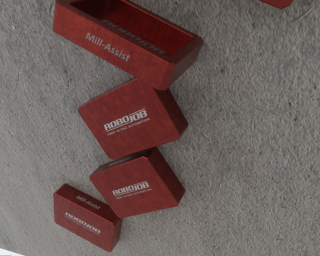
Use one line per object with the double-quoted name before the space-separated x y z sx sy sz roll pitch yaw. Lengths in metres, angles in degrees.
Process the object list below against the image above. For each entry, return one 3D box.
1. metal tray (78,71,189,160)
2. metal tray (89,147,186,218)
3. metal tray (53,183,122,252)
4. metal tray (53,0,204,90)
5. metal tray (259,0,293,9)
"metal tray" -0.039 -0.014 0.416 0.130 0.030 0.090 -20 108 35
"metal tray" -0.038 0.087 0.478 0.130 0.030 0.090 -23 106 36
"metal tray" -0.136 0.168 0.580 0.130 0.030 0.089 23 127 14
"metal tray" -0.030 -0.096 0.320 0.130 0.090 0.030 30 128 9
"metal tray" 0.093 -0.176 0.246 0.090 0.030 0.129 28 128 10
